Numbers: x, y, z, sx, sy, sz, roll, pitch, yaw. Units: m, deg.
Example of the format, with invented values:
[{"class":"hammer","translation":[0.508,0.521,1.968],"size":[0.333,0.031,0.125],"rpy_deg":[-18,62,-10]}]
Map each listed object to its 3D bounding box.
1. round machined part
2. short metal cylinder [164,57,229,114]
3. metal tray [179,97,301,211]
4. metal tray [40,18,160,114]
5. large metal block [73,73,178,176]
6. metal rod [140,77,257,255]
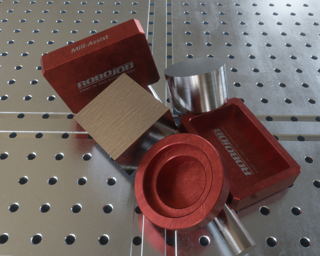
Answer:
[{"class":"round machined part","translation":[0.026,0.058,0.325],"size":[0.098,0.042,0.098],"rpy_deg":[-13,62,26]},{"class":"short metal cylinder","translation":[0.050,-0.059,0.417],"size":[0.080,0.050,0.080],"rpy_deg":[-10,26,5]},{"class":"metal tray","translation":[0.091,0.025,0.379],"size":[0.091,0.030,0.130],"rpy_deg":[-20,53,-16]},{"class":"metal tray","translation":[-0.074,-0.077,0.406],"size":[0.131,0.090,0.030],"rpy_deg":[-22,54,0]},{"class":"large metal block","translation":[-0.039,-0.005,0.367],"size":[0.080,0.050,0.080],"rpy_deg":[-44,61,-10]},{"class":"metal rod","translation":[0.020,0.016,0.388],"size":[0.025,0.025,0.300],"rpy_deg":[-20,53,-16]}]
